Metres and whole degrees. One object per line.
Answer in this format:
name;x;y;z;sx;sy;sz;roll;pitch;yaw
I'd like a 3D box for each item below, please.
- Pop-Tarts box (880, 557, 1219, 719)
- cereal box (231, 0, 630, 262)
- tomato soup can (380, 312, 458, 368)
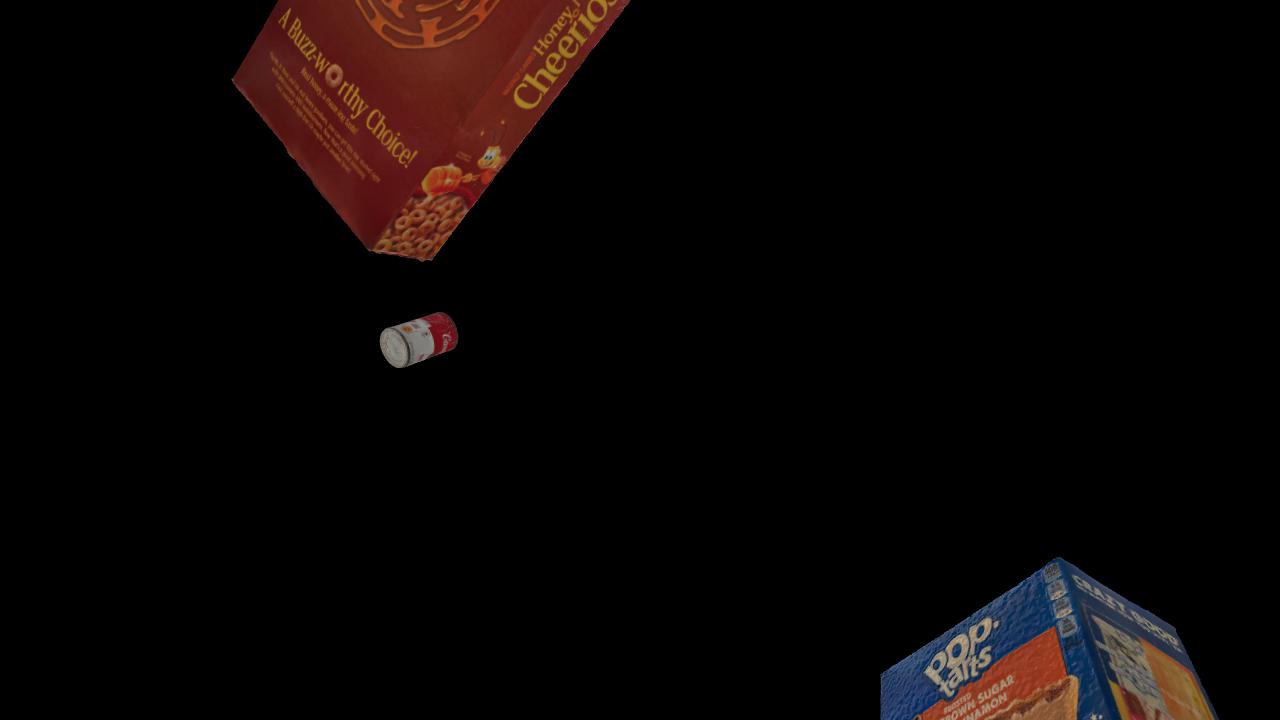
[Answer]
Pop-Tarts box;0.223;0.225;0.352;0.083;0.167;0.141;34;34;3
cereal box;-0.147;-0.253;0.451;0.306;0.203;0.081;-46;-13;16
tomato soup can;-0.353;-0.033;0.984;0.068;0.068;0.101;0;17;34
